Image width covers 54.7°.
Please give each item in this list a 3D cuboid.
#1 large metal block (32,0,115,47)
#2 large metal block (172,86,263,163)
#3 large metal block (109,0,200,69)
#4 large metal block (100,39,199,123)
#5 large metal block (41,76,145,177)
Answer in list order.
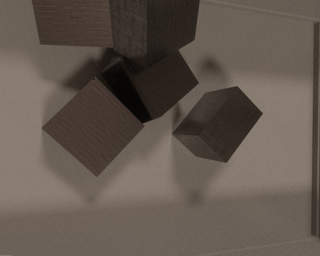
[{"bbox_3d":[-0.088,-0.136,0.334,0.081,0.050,0.079,2,126,-2],"label":"large metal block"},{"bbox_3d":[0.073,-0.005,0.410,0.050,0.080,0.080,43,76,-15],"label":"large metal block"},{"bbox_3d":[-0.004,-0.121,0.321,0.050,0.079,0.080,35,54,26],"label":"large metal block"},{"bbox_3d":[-0.011,-0.062,0.382,0.080,0.050,0.080,-43,105,-34],"label":"large metal block"},{"bbox_3d":[-0.080,-0.001,0.368,0.080,0.050,0.080,46,76,-15],"label":"large metal block"}]
